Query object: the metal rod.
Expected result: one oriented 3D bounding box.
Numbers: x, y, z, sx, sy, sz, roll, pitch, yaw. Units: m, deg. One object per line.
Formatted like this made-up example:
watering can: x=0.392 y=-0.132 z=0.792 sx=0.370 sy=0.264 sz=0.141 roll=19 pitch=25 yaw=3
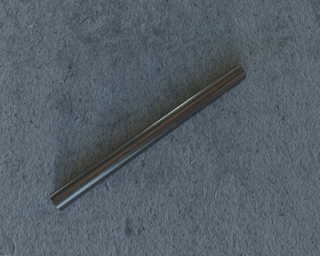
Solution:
metal rod: x=-0.006 y=0.006 z=0.408 sx=0.301 sy=0.025 sz=0.025 roll=-35 pitch=74 yaw=-12
